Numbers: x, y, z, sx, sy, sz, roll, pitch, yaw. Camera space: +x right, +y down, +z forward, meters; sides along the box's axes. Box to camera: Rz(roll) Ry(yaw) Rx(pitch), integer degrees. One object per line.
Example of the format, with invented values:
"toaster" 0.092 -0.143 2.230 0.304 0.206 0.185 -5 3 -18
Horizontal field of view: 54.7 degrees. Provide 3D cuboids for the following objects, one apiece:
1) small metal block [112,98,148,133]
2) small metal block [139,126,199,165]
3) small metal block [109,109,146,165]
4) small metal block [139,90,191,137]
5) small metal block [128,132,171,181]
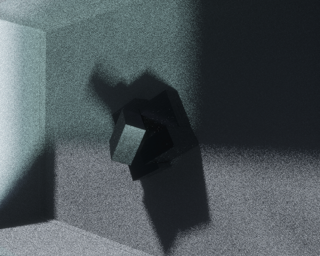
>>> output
"small metal block" -0.035 -0.007 0.432 0.050 0.025 0.050 -31 71 35
"small metal block" 0.010 0.021 0.378 0.050 0.050 0.025 -34 69 34
"small metal block" -0.042 0.010 0.389 0.050 0.025 0.050 -115 46 -63
"small metal block" 0.005 -0.014 0.399 0.050 0.025 0.050 -31 71 35
"small metal block" -0.019 0.038 0.418 0.050 0.025 0.050 -31 71 35
